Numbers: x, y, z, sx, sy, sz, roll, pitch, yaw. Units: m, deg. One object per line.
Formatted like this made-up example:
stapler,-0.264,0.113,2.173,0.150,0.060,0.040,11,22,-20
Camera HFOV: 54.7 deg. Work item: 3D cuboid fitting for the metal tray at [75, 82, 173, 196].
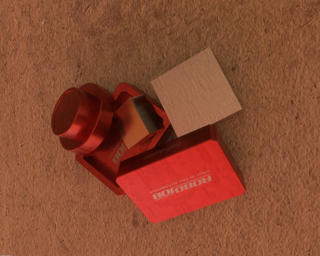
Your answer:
metal tray,-0.046,0.015,0.423,0.090,0.030,0.129,37,101,16

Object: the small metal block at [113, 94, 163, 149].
small metal block,-0.031,-0.008,0.397,0.050,0.025,0.050,-37,79,45

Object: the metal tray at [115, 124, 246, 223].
metal tray,0.025,0.060,0.374,0.130,0.030,0.090,-24,118,19

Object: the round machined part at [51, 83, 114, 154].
round machined part,-0.110,-0.016,0.418,0.098,0.042,0.098,-20,59,38

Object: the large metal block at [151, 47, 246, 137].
large metal block,0.048,-0.039,0.380,0.080,0.050,0.080,-28,81,17
